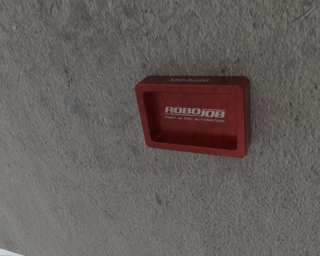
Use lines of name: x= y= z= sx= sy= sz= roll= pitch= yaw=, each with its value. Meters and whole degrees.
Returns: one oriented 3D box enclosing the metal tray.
metal tray: x=0.040 y=-0.015 z=0.373 sx=0.130 sy=0.030 sz=0.090 roll=5 pitch=121 yaw=26
